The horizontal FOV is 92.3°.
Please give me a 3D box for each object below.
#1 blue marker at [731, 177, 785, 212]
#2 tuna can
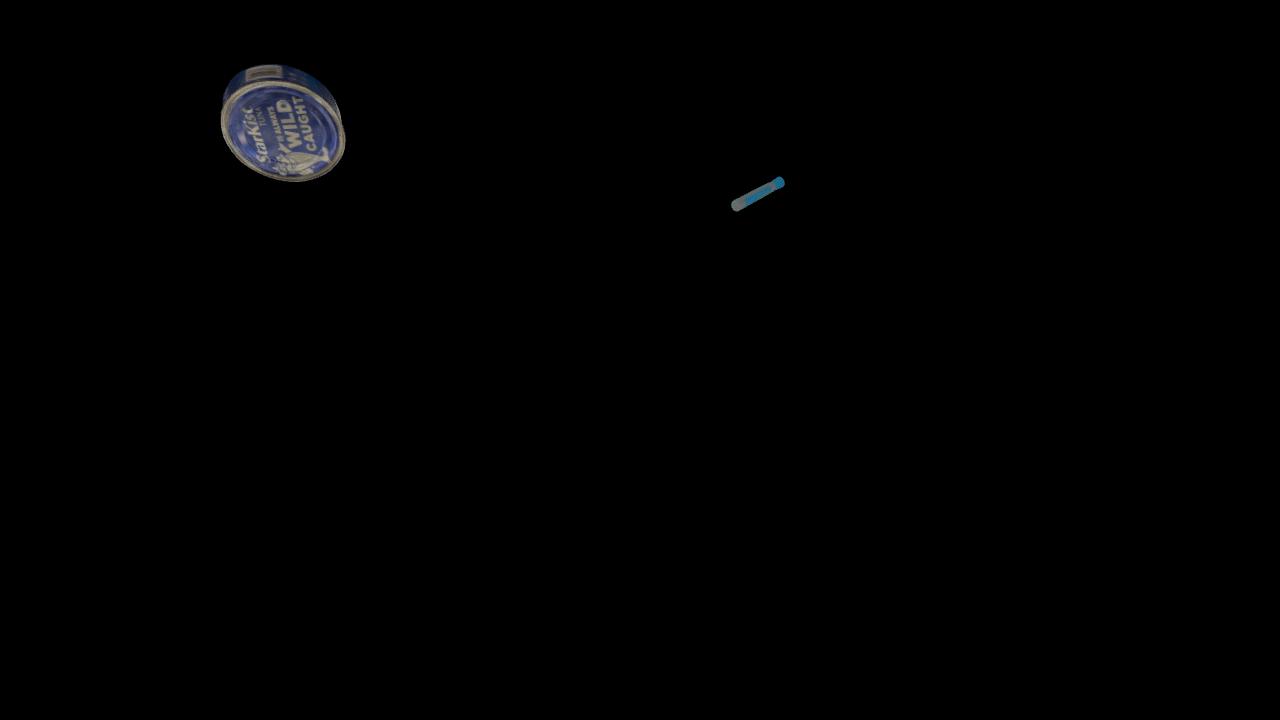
[{"bbox_3d":[0.195,-0.271,1.000,0.121,0.020,0.020,-33,17,-29],"label":"blue marker"},{"bbox_3d":[-0.280,-0.186,0.485,0.084,0.034,0.084,-18,-36,-14],"label":"tuna can"}]
